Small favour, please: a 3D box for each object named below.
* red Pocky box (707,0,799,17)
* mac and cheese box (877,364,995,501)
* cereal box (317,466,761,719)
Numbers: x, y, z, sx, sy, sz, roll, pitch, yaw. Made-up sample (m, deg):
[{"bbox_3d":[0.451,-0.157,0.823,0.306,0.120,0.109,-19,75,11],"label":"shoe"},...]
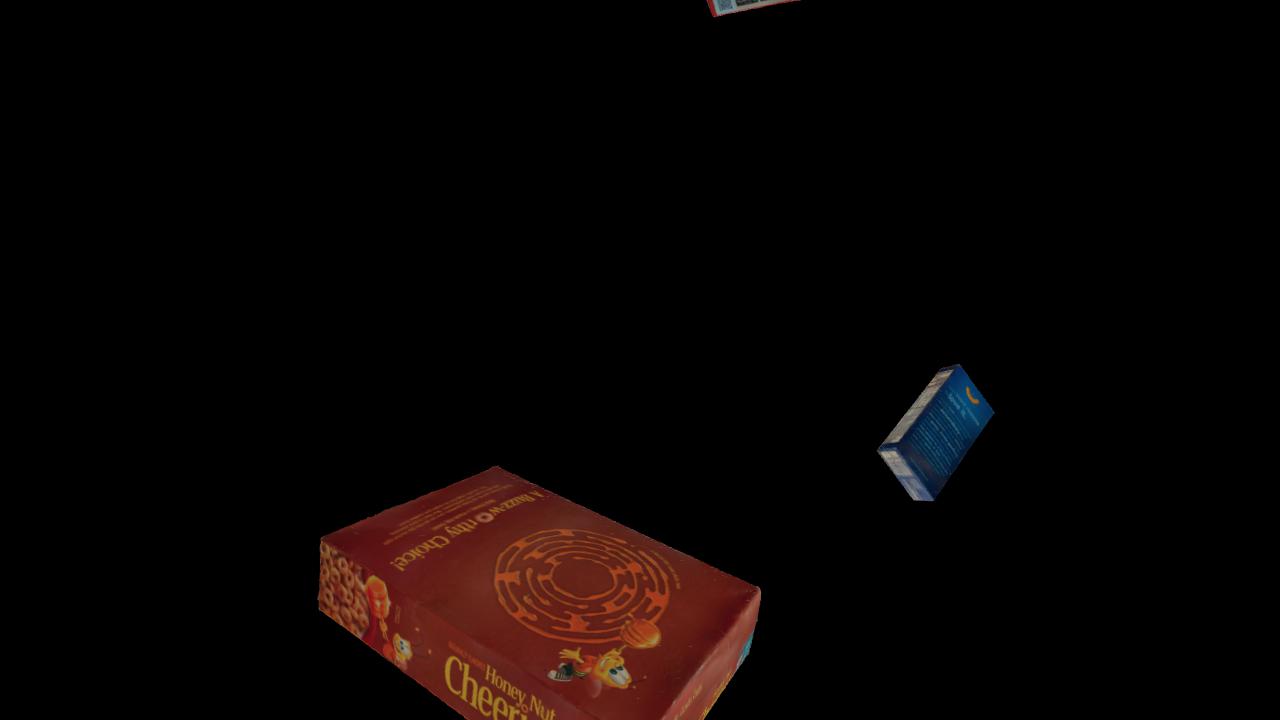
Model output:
[{"bbox_3d":[0.146,-0.370,0.579,0.155,0.083,0.028,9,-30,34],"label":"red Pocky box"},{"bbox_3d":[0.414,0.099,0.855,0.184,0.093,0.041,-41,5,-25],"label":"mac and cheese box"},{"bbox_3d":[-0.079,0.197,0.504,0.306,0.081,0.203,18,17,27],"label":"cereal box"}]
